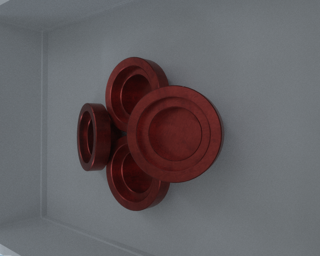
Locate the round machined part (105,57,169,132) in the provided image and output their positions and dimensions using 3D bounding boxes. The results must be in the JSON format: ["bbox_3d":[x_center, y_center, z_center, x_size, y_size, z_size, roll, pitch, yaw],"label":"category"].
[{"bbox_3d":[-0.025,-0.042,0.414,0.098,0.042,0.097,0,90,40],"label":"round machined part"}]

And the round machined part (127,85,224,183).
[{"bbox_3d":[0.018,0.006,0.328,0.098,0.042,0.097,0,90,18],"label":"round machined part"}]

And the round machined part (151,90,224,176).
[{"bbox_3d":[0.025,0.006,0.359,0.098,0.042,0.097,0,89,17],"label":"round machined part"}]

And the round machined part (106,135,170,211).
[{"bbox_3d":[-0.023,0.057,0.412,0.098,0.042,0.097,0,90,40],"label":"round machined part"}]

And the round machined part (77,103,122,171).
[{"bbox_3d":[-0.088,0.013,0.453,0.098,0.042,0.097,-1,88,61],"label":"round machined part"}]
